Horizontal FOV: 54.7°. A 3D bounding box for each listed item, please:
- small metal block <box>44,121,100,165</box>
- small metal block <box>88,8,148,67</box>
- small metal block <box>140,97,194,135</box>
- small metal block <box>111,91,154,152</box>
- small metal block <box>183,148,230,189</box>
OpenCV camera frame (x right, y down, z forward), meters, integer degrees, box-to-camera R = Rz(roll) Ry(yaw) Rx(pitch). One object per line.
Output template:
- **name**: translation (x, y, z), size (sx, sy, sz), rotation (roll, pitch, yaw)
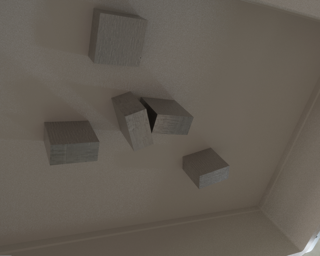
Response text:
- **small metal block**: translation (-0.100, 0.015, 0.347), size (0.050, 0.050, 0.025), rotation (-3, 120, -27)
- **small metal block**: translation (-0.045, -0.094, 0.326), size (0.050, 0.025, 0.050), rotation (-1, 119, -28)
- **small metal block**: translation (0.005, -0.015, 0.386), size (0.050, 0.050, 0.025), rotation (3, 117, -30)
- **small metal block**: translation (-0.033, -0.009, 0.369), size (0.025, 0.050, 0.050), rotation (-22, 127, -15)
- **small metal block**: translation (0.068, 0.059, 0.466), size (0.050, 0.050, 0.025), rotation (-16, 125, -20)
